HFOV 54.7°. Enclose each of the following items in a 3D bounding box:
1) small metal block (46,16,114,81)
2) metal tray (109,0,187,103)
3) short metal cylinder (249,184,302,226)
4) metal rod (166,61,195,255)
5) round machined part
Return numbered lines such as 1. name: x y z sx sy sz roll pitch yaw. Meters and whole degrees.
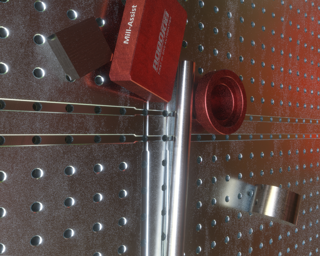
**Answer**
1. small metal block: -0.086 -0.087 0.339 0.050 0.025 0.050 -40 115 -33
2. metal tray: -0.010 -0.105 0.383 0.090 0.030 0.129 24 74 -55
3. short metal cylinder: 0.203 0.136 0.548 0.080 0.080 0.050 30 71 -36
4. metal rod: 0.028 0.056 0.435 0.025 0.025 0.298 6 86 -40
5. round machined part: 0.086 -0.039 0.473 0.099 0.042 0.097 0 90 -40
